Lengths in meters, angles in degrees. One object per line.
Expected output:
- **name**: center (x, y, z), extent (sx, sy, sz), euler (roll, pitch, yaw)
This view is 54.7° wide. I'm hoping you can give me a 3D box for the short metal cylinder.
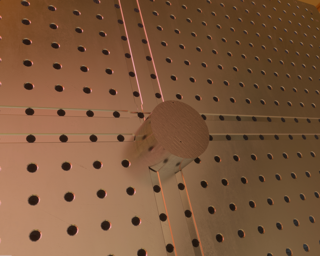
- **short metal cylinder**: center (0.015, 0.012, 0.395), extent (0.081, 0.050, 0.080), euler (14, 56, -21)
